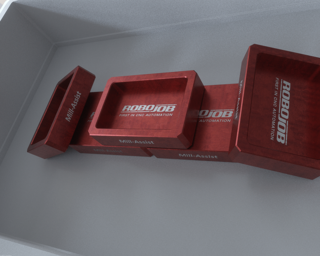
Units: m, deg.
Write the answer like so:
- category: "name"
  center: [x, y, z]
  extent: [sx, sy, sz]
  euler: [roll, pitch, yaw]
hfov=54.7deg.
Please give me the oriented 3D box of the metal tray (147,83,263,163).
- category: "metal tray"
  center: [0.054, -0.007, 0.378]
  extent: [0.130, 0.030, 0.090]
  euler: [0, 62, 28]

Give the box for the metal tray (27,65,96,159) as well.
- category: "metal tray"
  center: [-0.150, -0.022, 0.470]
  extent: [0.090, 0.030, 0.130]
  euler: [-17, 50, 50]

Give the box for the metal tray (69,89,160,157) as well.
- category: "metal tray"
  center: [-0.061, -0.009, 0.439]
  extent: [0.130, 0.030, 0.090]
  euler: [0, 62, 28]

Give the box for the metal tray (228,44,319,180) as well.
- category: "metal tray"
  center: [0.127, -0.020, 0.322]
  extent: [0.090, 0.030, 0.130]
  euler: [13, 65, 3]

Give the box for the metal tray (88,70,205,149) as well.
- category: "metal tray"
  center: [-0.018, -0.023, 0.385]
  extent: [0.130, 0.030, 0.090]
  euler: [1, 61, 28]
